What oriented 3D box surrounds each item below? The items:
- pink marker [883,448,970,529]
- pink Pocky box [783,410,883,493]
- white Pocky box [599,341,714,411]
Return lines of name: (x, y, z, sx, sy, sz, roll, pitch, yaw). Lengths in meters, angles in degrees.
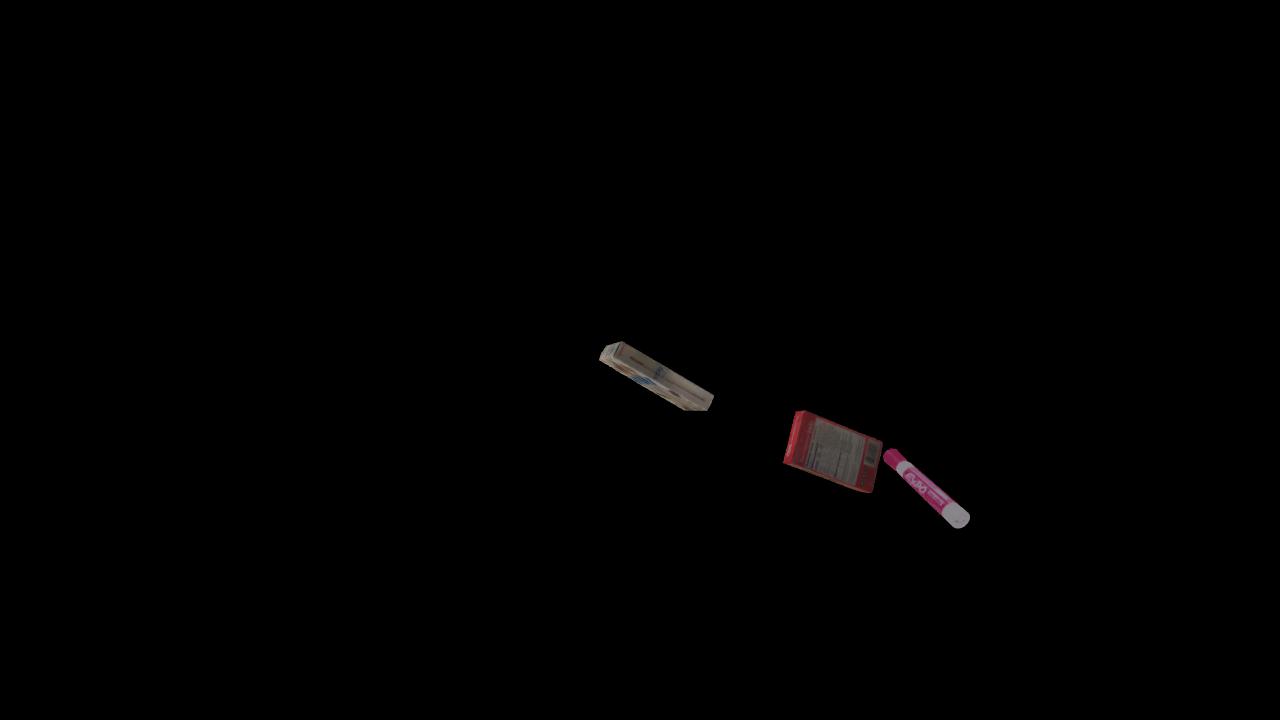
pink marker: (0.281, 0.124, 0.615, 0.020, 0.020, 0.121, 0, 22, -12)
pink Pocky box: (0.296, 0.141, 0.942, 0.155, 0.084, 0.029, 22, -14, -18)
white Pocky box: (0.022, 0.024, 0.861, 0.154, 0.028, 0.084, 31, -12, -14)
